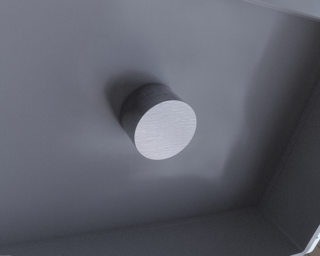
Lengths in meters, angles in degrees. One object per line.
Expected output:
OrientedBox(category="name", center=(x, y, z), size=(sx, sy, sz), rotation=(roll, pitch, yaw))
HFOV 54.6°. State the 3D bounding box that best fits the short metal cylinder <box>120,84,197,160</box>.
OrientedBox(category="short metal cylinder", center=(-0.003, -0.008, 0.383), size=(0.081, 0.050, 0.080), rotation=(-14, 124, -21))
